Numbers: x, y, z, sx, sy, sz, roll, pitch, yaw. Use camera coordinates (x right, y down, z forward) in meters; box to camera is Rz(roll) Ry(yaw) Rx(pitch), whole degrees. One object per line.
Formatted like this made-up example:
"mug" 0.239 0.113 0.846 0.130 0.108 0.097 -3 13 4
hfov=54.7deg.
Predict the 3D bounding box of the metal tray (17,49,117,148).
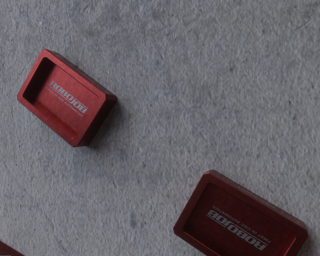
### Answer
"metal tray" -0.138 -0.044 0.453 0.130 0.030 0.090 37 101 16

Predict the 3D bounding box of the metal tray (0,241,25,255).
"metal tray" -0.275 0.253 0.500 0.090 0.030 0.129 21 97 18

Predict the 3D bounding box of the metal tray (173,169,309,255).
"metal tray" 0.093 0.121 0.373 0.130 0.030 0.090 30 99 17
